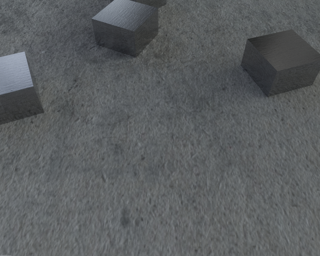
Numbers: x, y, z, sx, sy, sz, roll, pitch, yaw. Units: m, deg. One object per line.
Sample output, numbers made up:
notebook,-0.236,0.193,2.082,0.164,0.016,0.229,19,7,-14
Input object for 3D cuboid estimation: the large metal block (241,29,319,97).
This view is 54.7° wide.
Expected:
large metal block,0.184,-0.101,0.474,0.081,0.050,0.080,-15,52,-13

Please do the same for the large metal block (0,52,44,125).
large metal block,-0.215,-0.054,0.429,0.081,0.050,0.080,-18,53,-15

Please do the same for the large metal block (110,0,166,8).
large metal block,-0.044,-0.268,0.612,0.080,0.050,0.080,37,59,26

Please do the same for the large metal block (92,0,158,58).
large metal block,-0.057,-0.175,0.533,0.080,0.050,0.080,22,53,17
